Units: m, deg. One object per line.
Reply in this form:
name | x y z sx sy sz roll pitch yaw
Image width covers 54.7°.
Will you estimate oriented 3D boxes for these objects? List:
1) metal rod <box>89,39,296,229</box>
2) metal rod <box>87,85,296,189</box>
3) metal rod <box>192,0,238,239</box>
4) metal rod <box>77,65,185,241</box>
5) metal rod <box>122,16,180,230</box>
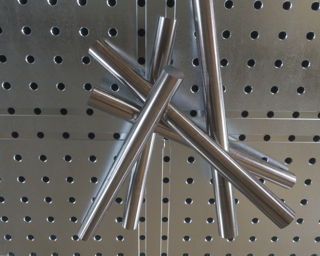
metal rod | 0.032 0.002 0.362 0.300 0.025 0.025 43 105 6
metal rod | 0.053 0.019 0.402 0.302 0.025 0.025 23 109 -16
metal rod | 0.068 -0.011 0.376 0.025 0.025 0.298 -7 98 2
metal rod | -0.049 0.052 0.394 0.025 0.025 0.298 25 122 -9
metal rod | -0.017 0.008 0.416 0.025 0.025 0.298 10 110 -4
